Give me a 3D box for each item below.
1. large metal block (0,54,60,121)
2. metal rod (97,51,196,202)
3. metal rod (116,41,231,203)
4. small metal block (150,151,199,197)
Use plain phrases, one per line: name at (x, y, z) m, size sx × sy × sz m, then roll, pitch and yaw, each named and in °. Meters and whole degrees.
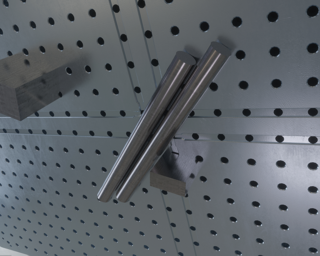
large metal block at (-0.205, -0.061, 0.446) m, size 0.080 × 0.080 × 0.050 m, roll 19°, pitch 126°, yaw 17°
metal rod at (-0.033, 0.019, 0.440) m, size 0.025 × 0.025 × 0.298 m, roll 36°, pitch 129°, yaw 4°
metal rod at (0.002, 0.015, 0.419) m, size 0.025 × 0.025 × 0.298 m, roll 36°, pitch 129°, yaw 4°
small metal block at (0.020, 0.061, 0.423) m, size 0.050 × 0.050 × 0.025 m, roll 14°, pitch 124°, yaw 20°
